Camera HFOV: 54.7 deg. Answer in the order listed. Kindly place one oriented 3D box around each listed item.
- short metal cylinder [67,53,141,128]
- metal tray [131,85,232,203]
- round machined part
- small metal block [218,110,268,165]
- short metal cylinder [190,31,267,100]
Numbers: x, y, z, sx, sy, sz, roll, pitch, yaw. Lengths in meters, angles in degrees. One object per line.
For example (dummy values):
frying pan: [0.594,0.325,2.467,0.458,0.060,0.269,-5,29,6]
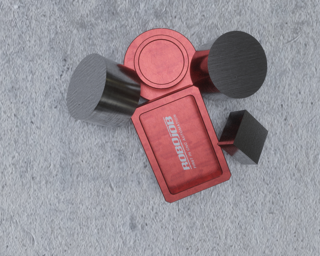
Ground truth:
short metal cylinder: [-0.069,-0.044,0.376,0.050,0.080,0.080,16,90,-44]
metal tray: [0.026,0.020,0.398,0.090,0.030,0.129,-22,100,0]
round machined part: [0.002,-0.082,0.403,0.099,0.042,0.097,0,90,0]
small metal block: [0.107,0.013,0.394,0.050,0.025,0.050,38,65,-26]
short metal cylinder: [0.085,-0.075,0.389,0.081,0.050,0.079,-1,92,-18]
